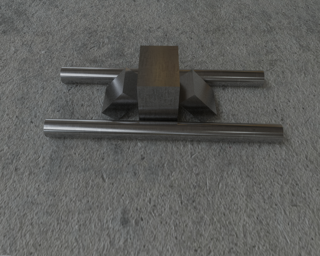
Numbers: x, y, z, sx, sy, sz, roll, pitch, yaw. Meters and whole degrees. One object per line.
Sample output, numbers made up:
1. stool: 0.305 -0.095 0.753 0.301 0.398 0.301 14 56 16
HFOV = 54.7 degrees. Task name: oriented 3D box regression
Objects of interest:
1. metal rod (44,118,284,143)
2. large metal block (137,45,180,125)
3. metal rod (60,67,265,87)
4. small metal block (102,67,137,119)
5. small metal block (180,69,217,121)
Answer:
1. metal rod: 0.004 0.003 0.402 0.302 0.025 0.025 1 50 0
2. large metal block: -0.002 -0.054 0.417 0.050 0.080 0.080 1 50 0
3. metal rod: 0.004 -0.078 0.470 0.302 0.025 0.025 1 50 0
4. small metal block: -0.053 -0.046 0.425 0.025 0.050 0.050 28 43 -29
5. small metal block: 0.051 -0.043 0.424 0.025 0.050 0.050 -30 41 31
